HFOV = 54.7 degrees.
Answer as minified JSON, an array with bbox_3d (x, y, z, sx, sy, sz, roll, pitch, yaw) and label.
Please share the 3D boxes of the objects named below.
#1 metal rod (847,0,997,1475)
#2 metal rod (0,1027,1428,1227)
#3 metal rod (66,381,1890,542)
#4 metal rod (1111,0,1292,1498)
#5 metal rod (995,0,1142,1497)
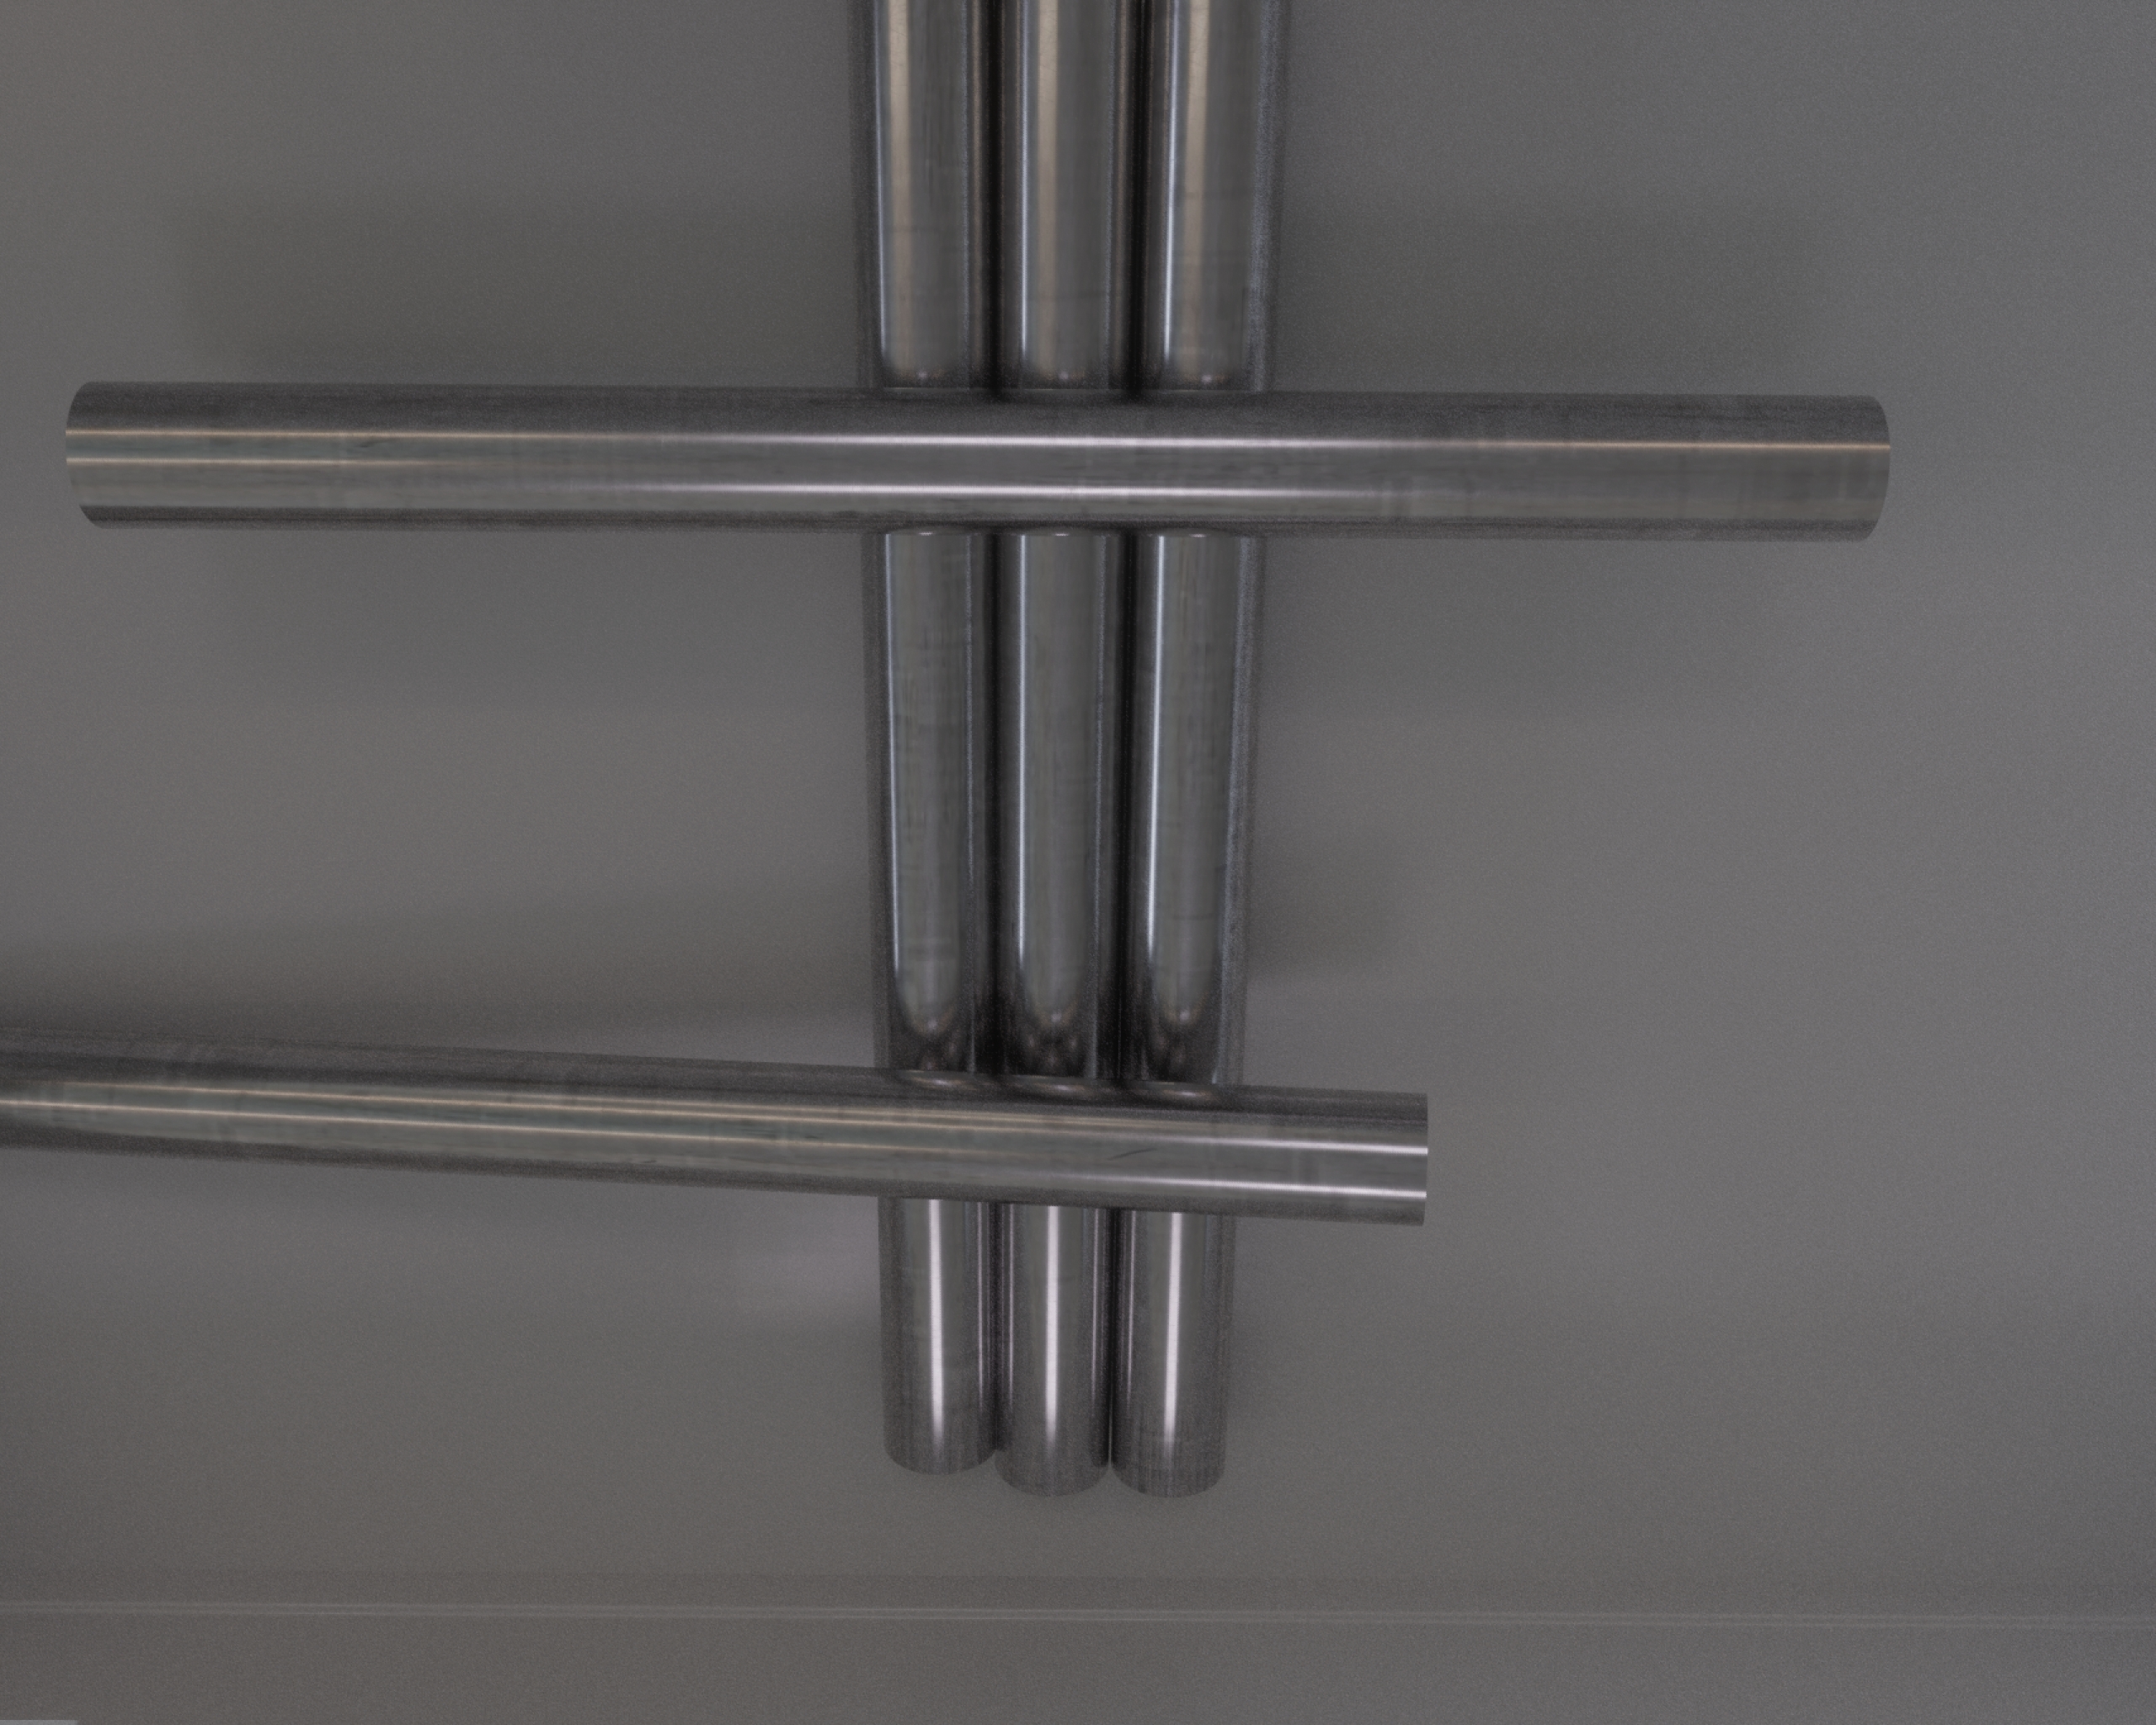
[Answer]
[{"bbox_3d":[-0.028,-0.013,0.405,0.025,0.025,0.298,0,110,0],"label":"metal rod"},{"bbox_3d":[-0.085,0.050,0.409,0.302,0.025,0.025,2,110,6],"label":"metal rod"},{"bbox_3d":[-0.016,-0.069,0.358,0.302,0.025,0.025,0,110,0],"label":"metal rod"},{"bbox_3d":[0.022,-0.008,0.406,0.025,0.025,0.298,1,110,0],"label":"metal rod"},{"bbox_3d":[-0.004,-0.008,0.407,0.025,0.025,0.298,1,110,0],"label":"metal rod"}]
